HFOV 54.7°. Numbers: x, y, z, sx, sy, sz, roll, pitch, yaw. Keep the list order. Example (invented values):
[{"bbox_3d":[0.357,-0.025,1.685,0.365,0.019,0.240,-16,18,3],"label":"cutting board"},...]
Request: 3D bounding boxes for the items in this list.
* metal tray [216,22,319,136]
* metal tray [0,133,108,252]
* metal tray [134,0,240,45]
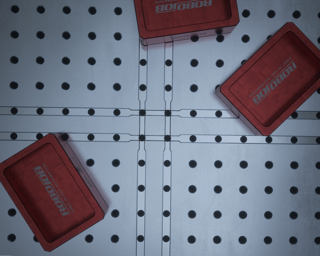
[{"bbox_3d":[0.152,-0.063,0.412,0.130,0.030,0.090,-44,91,0],"label":"metal tray"},{"bbox_3d":[-0.141,0.082,0.409,0.090,0.030,0.130,-32,90,-1],"label":"metal tray"},{"bbox_3d":[0.032,-0.167,0.411,0.131,0.030,0.089,-9,90,-1],"label":"metal tray"}]
